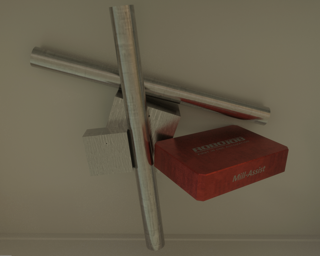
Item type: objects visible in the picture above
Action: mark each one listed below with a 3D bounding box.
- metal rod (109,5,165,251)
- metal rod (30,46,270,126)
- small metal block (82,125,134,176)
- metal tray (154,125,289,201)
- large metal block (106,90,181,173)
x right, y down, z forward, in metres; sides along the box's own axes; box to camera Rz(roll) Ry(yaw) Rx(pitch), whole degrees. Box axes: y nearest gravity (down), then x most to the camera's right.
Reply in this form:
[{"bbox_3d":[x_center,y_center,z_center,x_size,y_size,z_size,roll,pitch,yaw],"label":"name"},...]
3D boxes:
[{"bbox_3d":[-0.022,0.016,0.362,0.025,0.025,0.298,-6,110,2],"label":"metal rod"},{"bbox_3d":[-0.007,-0.051,0.392,0.302,0.025,0.025,14,110,-6],"label":"metal rod"},{"bbox_3d":[-0.059,0.026,0.365,0.050,0.025,0.050,-6,110,1],"label":"small metal block"},{"bbox_3d":[0.070,0.034,0.360,0.131,0.090,0.030,-11,114,-30],"label":"metal tray"},{"bbox_3d":[-0.026,0.002,0.397,0.080,0.050,0.079,17,109,-7],"label":"large metal block"}]
